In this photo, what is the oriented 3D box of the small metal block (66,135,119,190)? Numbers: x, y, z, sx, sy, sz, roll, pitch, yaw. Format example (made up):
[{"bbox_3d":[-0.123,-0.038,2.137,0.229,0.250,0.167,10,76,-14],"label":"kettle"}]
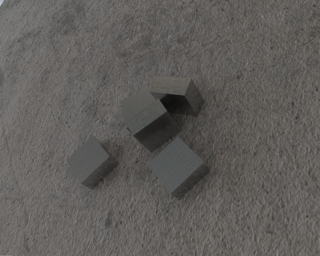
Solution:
[{"bbox_3d":[-0.092,0.047,0.424,0.050,0.025,0.050,-45,51,-3],"label":"small metal block"}]

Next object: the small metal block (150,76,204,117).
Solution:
[{"bbox_3d":[0.023,-0.041,0.401,0.050,0.050,0.025,10,67,32],"label":"small metal block"}]

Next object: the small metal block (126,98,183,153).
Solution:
[{"bbox_3d":[-0.007,-0.002,0.392,0.050,0.050,0.025,-36,51,4],"label":"small metal block"}]

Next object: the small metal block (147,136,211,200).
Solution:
[{"bbox_3d":[0.022,0.046,0.364,0.050,0.025,0.050,-43,51,-2],"label":"small metal block"}]

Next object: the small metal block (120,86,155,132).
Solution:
[{"bbox_3d":[-0.023,-0.024,0.431,0.050,0.025,0.050,-25,53,12],"label":"small metal block"}]
